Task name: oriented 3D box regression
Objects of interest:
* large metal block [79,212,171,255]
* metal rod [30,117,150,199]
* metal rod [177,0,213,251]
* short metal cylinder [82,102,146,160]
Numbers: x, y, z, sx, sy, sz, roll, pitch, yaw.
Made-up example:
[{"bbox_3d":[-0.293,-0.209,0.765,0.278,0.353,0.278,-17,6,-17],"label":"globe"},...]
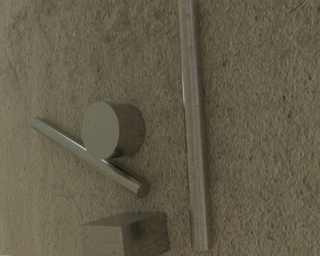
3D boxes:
[{"bbox_3d":[-0.046,0.144,0.407,0.080,0.081,0.050,-13,82,39],"label":"large metal block"},{"bbox_3d":[-0.132,0.038,0.513,0.300,0.025,0.025,24,105,37],"label":"metal rod"},{"bbox_3d":[0.041,-0.009,0.370,0.025,0.025,0.298,-5,87,40],"label":"metal rod"},{"bbox_3d":[-0.067,0.003,0.444,0.080,0.050,0.079,0,90,40],"label":"short metal cylinder"}]
